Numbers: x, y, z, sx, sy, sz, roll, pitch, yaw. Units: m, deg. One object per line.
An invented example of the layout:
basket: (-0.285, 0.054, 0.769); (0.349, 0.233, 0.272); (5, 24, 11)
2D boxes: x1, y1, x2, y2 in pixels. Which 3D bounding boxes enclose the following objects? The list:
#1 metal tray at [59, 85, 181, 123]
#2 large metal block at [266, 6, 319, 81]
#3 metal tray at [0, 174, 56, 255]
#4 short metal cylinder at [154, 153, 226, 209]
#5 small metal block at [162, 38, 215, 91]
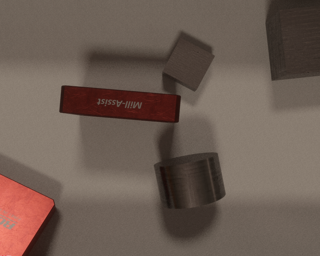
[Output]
metal tray: (-0.044, -0.026, 0.378); (0.131, 0.090, 0.030); (5, 90, -1)
large metal block: (0.190, -0.108, 0.401); (0.081, 0.050, 0.079); (-6, 90, -1)
metal tray: (-0.211, 0.106, 0.383); (0.131, 0.030, 0.090); (26, 56, -1)
short metal cylinder: (0.037, 0.063, 0.385); (0.080, 0.080, 0.050); (-11, 90, 0)
small metal block: (0.037, -0.083, 0.412); (0.050, 0.025, 0.050); (28, 90, -1)
